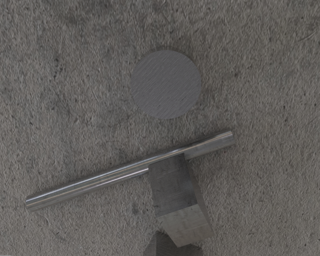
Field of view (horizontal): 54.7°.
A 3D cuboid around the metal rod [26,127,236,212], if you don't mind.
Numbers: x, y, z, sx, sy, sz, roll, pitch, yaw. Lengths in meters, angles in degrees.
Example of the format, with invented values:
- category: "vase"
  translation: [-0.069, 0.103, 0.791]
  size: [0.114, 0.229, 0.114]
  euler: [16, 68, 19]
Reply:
- category: "metal rod"
  translation: [-0.045, 0.060, 0.431]
  size: [0.301, 0.025, 0.025]
  euler: [-19, 109, 6]

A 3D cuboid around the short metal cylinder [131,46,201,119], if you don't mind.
- category: "short metal cylinder"
  translation: [0.007, -0.057, 0.376]
  size: [0.081, 0.050, 0.079]
  euler: [0, 110, 0]

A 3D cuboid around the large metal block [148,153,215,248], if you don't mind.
- category: "large metal block"
  translation: [0.027, 0.094, 0.403]
  size: [0.050, 0.080, 0.080]
  euler: [-21, 131, 7]

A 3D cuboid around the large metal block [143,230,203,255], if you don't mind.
- category: "large metal block"
  translation: [0.020, 0.210, 0.458]
  size: [0.080, 0.080, 0.050]
  euler: [24, 108, -9]
